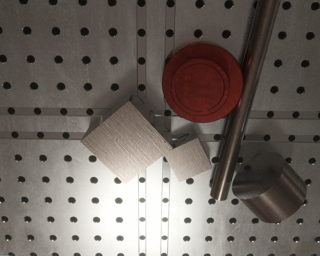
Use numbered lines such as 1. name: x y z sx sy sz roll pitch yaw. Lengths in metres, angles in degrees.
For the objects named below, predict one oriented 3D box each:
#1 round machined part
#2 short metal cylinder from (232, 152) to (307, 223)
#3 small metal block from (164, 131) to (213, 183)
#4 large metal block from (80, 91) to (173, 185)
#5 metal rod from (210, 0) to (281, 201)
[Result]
1. round machined part: 0.050 -0.052 0.375 0.098 0.042 0.097 4 109 12
2. short metal cylinder: 0.145 0.079 0.415 0.080 0.080 0.050 -41 105 13
3. small metal block: 0.038 0.040 0.429 0.050 0.025 0.050 -25 109 8
4. large metal block: -0.041 0.012 0.404 0.080 0.050 0.080 -39 106 12
5. metal rod: 0.109 -0.039 0.400 0.025 0.025 0.298 8 110 -4
